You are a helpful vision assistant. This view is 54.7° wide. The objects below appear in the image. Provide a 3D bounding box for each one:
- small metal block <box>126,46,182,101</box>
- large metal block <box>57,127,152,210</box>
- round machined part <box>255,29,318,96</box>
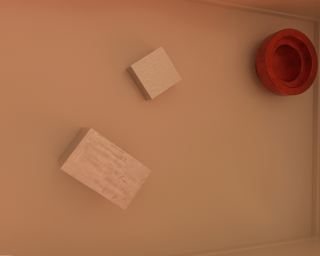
[{"bbox_3d":[-0.008,-0.071,0.408,0.050,0.025,0.050,-36,102,-17],"label":"small metal block"},{"bbox_3d":[-0.067,0.043,0.357,0.080,0.080,0.050,38,78,-17],"label":"large metal block"},{"bbox_3d":[0.187,-0.097,0.472,0.099,0.042,0.097,0,90,-21],"label":"round machined part"}]
